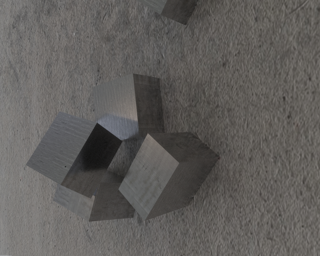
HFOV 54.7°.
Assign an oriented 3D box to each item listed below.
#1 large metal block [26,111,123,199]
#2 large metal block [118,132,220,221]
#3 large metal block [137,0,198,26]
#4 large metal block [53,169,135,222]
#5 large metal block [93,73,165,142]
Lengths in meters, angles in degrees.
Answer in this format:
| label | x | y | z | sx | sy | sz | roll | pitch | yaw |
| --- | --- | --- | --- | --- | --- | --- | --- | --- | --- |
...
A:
| label | x | y | z | sx | sy | sz | roll | pitch | yaw |
| --- | --- | --- | --- | --- | --- | --- | --- | --- | --- |
| large metal block | -0.108 | 0.032 | 0.392 | 0.080 | 0.050 | 0.080 | 15 | 71 | 39 |
| large metal block | 0.011 | 0.052 | 0.360 | 0.050 | 0.081 | 0.080 | 42 | 116 | 32 |
| large metal block | 0.009 | -0.186 | 0.381 | 0.080 | 0.050 | 0.080 | 43 | 116 | 31 |
| large metal block | -0.087 | 0.090 | 0.436 | 0.080 | 0.080 | 0.050 | 13 | 89 | 39 |
| large metal block | -0.044 | -0.023 | 0.425 | 0.080 | 0.050 | 0.080 | -10 | 84 | 39 |
